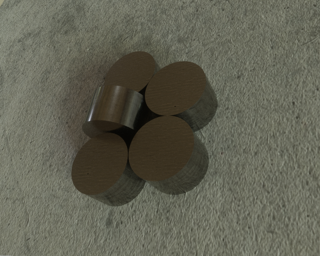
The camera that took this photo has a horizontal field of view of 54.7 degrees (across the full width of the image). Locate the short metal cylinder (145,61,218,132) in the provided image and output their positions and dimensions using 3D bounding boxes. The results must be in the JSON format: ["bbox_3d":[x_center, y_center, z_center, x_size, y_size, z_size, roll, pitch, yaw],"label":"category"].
[{"bbox_3d":[0.028,-0.038,0.397,0.080,0.050,0.080,-13,57,21],"label":"short metal cylinder"}]

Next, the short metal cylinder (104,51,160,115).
[{"bbox_3d":[-0.032,-0.062,0.444,0.080,0.050,0.080,-14,56,21],"label":"short metal cylinder"}]

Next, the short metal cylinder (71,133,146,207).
[{"bbox_3d":[-0.062,0.053,0.390,0.080,0.050,0.080,-14,56,21],"label":"short metal cylinder"}]

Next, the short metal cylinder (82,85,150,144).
[{"bbox_3d":[-0.056,-0.012,0.407,0.080,0.080,0.050,-3,61,27],"label":"short metal cylinder"}]

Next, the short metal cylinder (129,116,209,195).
[{"bbox_3d":[0.011,0.032,0.363,0.080,0.050,0.080,-14,56,22],"label":"short metal cylinder"}]
